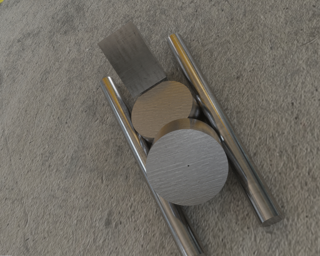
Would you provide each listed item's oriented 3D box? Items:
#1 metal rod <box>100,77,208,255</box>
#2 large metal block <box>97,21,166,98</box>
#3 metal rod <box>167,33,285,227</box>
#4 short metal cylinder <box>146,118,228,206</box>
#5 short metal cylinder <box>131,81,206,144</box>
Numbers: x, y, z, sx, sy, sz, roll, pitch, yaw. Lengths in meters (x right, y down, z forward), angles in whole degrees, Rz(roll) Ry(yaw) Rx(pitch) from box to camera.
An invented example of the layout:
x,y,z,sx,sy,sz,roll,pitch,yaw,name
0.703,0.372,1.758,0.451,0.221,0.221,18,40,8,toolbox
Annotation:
x,y,z,sx,sy,sz,roll,pitch,yaw,name
-0.024,0.029,0.399,0.025,0.025,0.300,-35,51,5,metal rod
-0.034,-0.093,0.425,0.050,0.080,0.080,-32,10,8,large metal block
0.065,-0.023,0.385,0.025,0.025,0.299,-28,52,10,metal rod
0.028,0.034,0.327,0.080,0.080,0.050,-28,10,10,short metal cylinder
0.011,-0.012,0.391,0.080,0.050,0.080,-13,56,21,short metal cylinder
